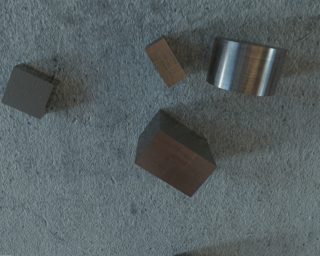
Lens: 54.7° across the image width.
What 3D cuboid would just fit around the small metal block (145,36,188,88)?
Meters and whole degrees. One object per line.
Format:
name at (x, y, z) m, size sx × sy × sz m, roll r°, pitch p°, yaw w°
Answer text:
small metal block at (0.007, -0.080, 0.367) m, size 0.025 × 0.050 × 0.050 m, roll -31°, pitch 108°, yaw 10°

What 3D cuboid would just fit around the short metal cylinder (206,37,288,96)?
short metal cylinder at (0.098, -0.072, 0.355) m, size 0.081 × 0.080 × 0.050 m, roll 8°, pitch 110°, yaw -4°

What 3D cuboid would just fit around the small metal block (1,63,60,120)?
small metal block at (-0.163, -0.046, 0.390) m, size 0.050 × 0.025 × 0.050 m, roll 25°, pitch 108°, yaw -10°

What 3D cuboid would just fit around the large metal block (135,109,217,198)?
large metal block at (0.018, 0.029, 0.391) m, size 0.080 × 0.080 × 0.050 m, roll 33°, pitch 107°, yaw -12°
